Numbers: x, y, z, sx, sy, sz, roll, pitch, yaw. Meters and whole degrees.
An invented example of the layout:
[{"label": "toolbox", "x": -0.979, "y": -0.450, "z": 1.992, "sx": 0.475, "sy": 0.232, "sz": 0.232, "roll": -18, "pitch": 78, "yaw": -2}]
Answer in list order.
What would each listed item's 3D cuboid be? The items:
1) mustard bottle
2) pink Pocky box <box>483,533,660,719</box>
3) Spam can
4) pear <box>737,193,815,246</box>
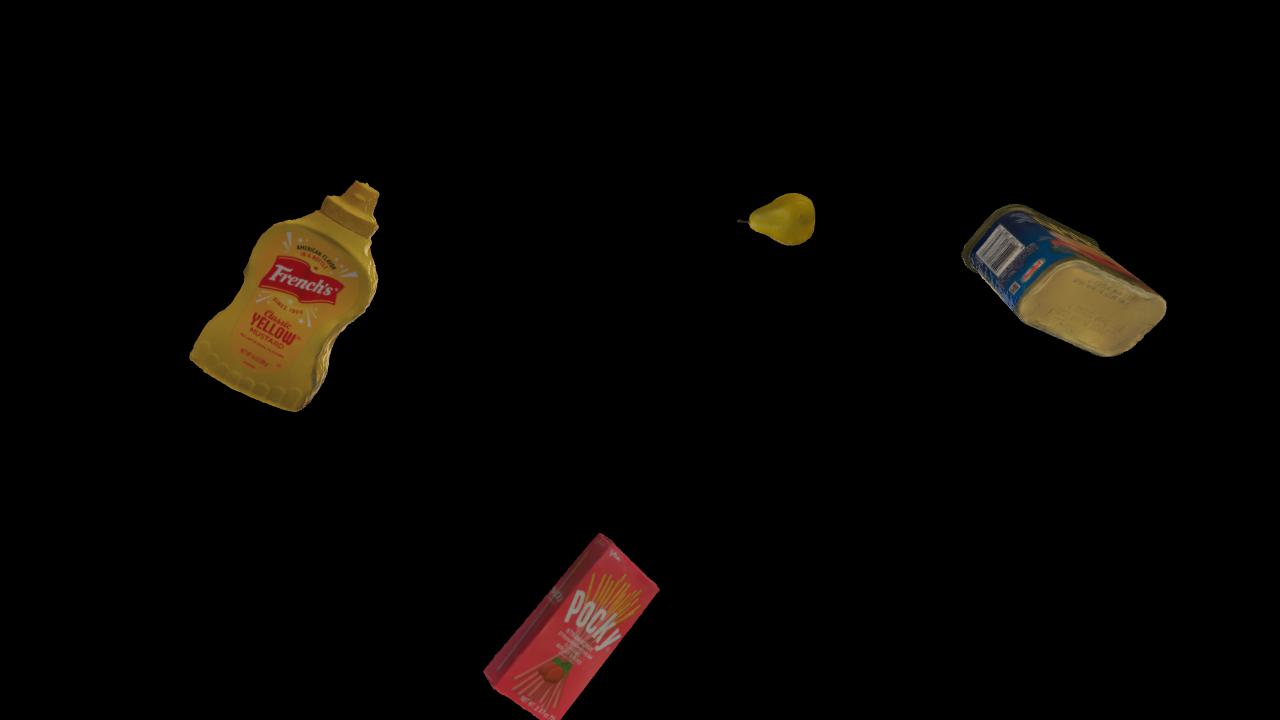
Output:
[{"label": "mustard bottle", "x": -0.258, "y": -0.058, "z": 0.479, "sx": 0.092, "sy": 0.184, "sz": 0.054, "roll": 32, "pitch": 2, "yaw": -9}, {"label": "pink Pocky box", "x": -0.057, "y": 0.244, "z": 0.560, "sx": 0.084, "sy": 0.155, "sz": 0.029, "roll": 52, "pitch": -21, "yaw": -27}, {"label": "Spam can", "x": 0.297, "y": -0.056, "z": 0.437, "sx": 0.101, "sy": 0.058, "sz": 0.085, "roll": 19, "pitch": 35, "yaw": -12}, {"label": "pear", "x": 0.199, "y": -0.205, "z": 0.905, "sx": 0.111, "sy": 0.080, "sz": 0.080, "roll": 1, "pitch": 0, "yaw": 10}]
